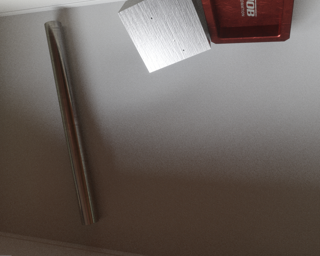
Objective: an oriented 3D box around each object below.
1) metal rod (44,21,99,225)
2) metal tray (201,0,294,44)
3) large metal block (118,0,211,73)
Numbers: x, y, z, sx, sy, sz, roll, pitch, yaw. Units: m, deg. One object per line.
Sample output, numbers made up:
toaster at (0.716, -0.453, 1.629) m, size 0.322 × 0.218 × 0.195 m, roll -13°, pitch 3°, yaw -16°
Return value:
metal rod at (-0.130, -0.010, 0.454) m, size 0.025 × 0.025 × 0.298 m, roll -13°, pitch 86°, yaw 19°
metal tray at (0.091, -0.140, 0.321) m, size 0.090 × 0.130 × 0.030 m, roll 3°, pitch 69°, yaw 19°
large metal block at (0.008, -0.125, 0.373) m, size 0.080 × 0.050 × 0.080 m, roll -18°, pitch 123°, yaw 19°
